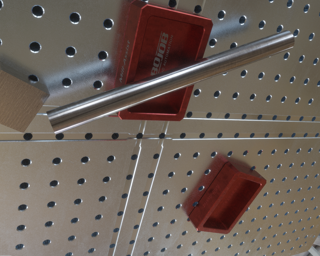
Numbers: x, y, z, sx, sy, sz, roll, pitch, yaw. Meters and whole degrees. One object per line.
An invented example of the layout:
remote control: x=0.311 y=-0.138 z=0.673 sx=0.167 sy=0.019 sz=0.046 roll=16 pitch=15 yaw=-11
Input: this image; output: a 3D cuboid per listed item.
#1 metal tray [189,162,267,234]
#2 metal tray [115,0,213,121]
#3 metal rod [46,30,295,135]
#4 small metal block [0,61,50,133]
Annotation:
metal tray: x=0.122 y=0.129 z=0.556 sx=0.091 sy=0.030 sz=0.129 roll=21 pitch=107 yaw=-36
metal tray: x=0.000 y=-0.072 z=0.364 sx=0.091 sy=0.030 sz=0.129 roll=1 pitch=118 yaw=-29
metal rod: x=0.026 y=-0.058 z=0.351 sx=0.302 sy=0.025 sz=0.025 roll=-22 pitch=127 yaw=-16
small metal block: x=-0.149 y=-0.030 z=0.312 sx=0.050 sy=0.025 sz=0.050 roll=31 pitch=101 yaw=-38
